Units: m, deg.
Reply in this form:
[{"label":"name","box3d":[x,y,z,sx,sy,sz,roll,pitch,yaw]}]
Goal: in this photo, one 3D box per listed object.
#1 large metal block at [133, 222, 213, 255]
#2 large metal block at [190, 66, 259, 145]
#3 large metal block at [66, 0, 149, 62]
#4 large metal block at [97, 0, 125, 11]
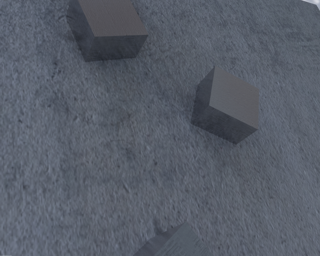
[{"label":"large metal block","box3d":[-0.004,0.140,0.282,0.081,0.080,0.050,-34,81,-38]},{"label":"large metal block","box3d":[0.099,-0.034,0.464,0.080,0.050,0.080,25,53,-14]},{"label":"large metal block","box3d":[-0.075,-0.143,0.436,0.081,0.050,0.080,-14,69,-34]},{"label":"large metal block","box3d":[-0.082,-0.248,0.496,0.080,0.050,0.080,38,51,-3]}]
